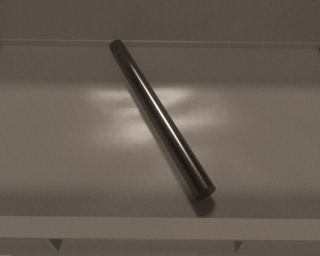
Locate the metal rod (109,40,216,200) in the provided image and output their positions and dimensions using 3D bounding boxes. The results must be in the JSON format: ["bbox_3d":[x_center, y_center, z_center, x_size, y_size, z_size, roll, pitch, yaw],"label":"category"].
[{"bbox_3d":[-0.011,-0.032,0.431,0.025,0.025,0.300,-19,53,-16],"label":"metal rod"}]
